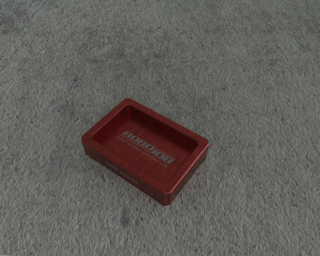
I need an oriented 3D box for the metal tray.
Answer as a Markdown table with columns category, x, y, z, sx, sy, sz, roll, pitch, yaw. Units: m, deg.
| category | x | y | z | sx | sy | sz | roll | pitch | yaw |
| --- | --- | --- | --- | --- | --- | --- | --- | --- | --- |
| metal tray | -0.018 | 0.023 | 0.381 | 0.130 | 0.030 | 0.090 | 29 | 55 | 22 |
